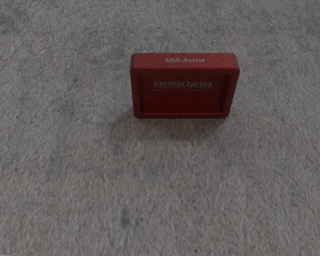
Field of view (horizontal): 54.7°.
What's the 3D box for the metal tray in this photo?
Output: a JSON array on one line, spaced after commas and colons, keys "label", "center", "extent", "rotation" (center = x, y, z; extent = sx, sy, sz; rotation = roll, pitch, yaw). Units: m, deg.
[{"label": "metal tray", "center": [0.030, -0.053, 0.405], "extent": [0.131, 0.089, 0.030], "rotation": [0, 50, -1]}]
